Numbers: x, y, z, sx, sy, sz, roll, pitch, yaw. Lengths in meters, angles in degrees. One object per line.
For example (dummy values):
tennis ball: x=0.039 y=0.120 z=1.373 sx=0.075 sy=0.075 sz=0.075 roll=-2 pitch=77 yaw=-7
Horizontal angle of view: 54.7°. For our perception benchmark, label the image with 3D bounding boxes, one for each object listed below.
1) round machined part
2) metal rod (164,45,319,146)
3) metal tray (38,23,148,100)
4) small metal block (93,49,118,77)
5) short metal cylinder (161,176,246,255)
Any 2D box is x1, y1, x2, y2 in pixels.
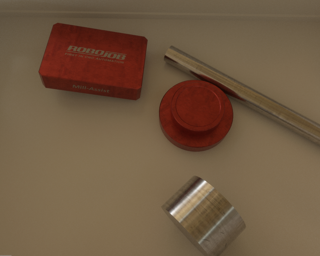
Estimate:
round machined part: x=0.048 y=-0.021 z=0.409 sx=0.099 sy=0.042 sz=0.098 roll=0 pitch=70 yaw=-1
metal rod: x=0.140 y=-0.033 z=0.423 sx=0.301 sy=0.025 sz=0.025 roll=31 pitch=73 yaw=10
metal tray: x=-0.087 y=-0.092 z=0.425 sx=0.131 sy=0.030 sz=0.090 roll=8 pitch=63 yaw=-6
small metal block: x=-0.091 y=-0.085 z=0.440 sx=0.050 sy=0.025 sz=0.050 roll=-25 pitch=72 yaw=-9
short metal cylinder: x=0.047 y=0.100 z=0.345 sx=0.050 sy=0.080 sz=0.080 roll=-41 pitch=76 yaw=-14
